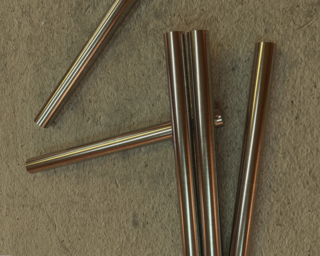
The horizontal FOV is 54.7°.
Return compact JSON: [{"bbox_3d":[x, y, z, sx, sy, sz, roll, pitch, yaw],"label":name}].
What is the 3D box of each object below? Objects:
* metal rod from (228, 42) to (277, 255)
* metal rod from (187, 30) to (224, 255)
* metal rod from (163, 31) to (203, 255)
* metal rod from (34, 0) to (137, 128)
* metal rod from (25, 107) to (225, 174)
[{"bbox_3d":[0.108,0.050,0.370,0.025,0.025,0.298,7,92,20],"label":"metal rod"},{"bbox_3d":[0.056,0.039,0.368,0.025,0.025,0.298,-3,97,20],"label":"metal rod"},{"bbox_3d":[0.030,0.038,0.376,0.025,0.025,0.298,-3,97,20],"label":"metal rod"},{"bbox_3d":[-0.090,-0.122,0.440,0.025,0.025,0.299,42,103,15],"label":"metal rod"},{"bbox_3d":[-0.061,0.022,0.430,0.301,0.025,0.025,-15,85,19],"label":"metal rod"}]
